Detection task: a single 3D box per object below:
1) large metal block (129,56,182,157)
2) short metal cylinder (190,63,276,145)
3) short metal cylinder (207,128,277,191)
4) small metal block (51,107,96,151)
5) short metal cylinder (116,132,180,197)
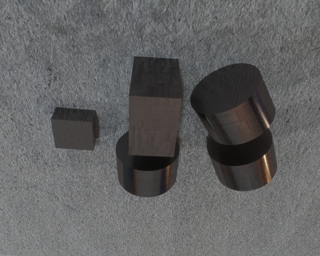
[{"bbox_3d":[-0.007,-0.025,0.350,0.050,0.080,0.079,3,130,-3],"label":"large metal block"},{"bbox_3d":[0.082,-0.027,0.349,0.080,0.080,0.050,-24,126,18],"label":"short metal cylinder"},{"bbox_3d":[0.106,0.034,0.401,0.080,0.080,0.050,-15,129,12],"label":"short metal cylinder"},{"bbox_3d":[-0.112,0.002,0.408,0.050,0.025,0.050,4,130,-4],"label":"small metal block"},{"bbox_3d":[-0.016,0.043,0.408,0.081,0.080,0.050,1,130,-2],"label":"short metal cylinder"}]
